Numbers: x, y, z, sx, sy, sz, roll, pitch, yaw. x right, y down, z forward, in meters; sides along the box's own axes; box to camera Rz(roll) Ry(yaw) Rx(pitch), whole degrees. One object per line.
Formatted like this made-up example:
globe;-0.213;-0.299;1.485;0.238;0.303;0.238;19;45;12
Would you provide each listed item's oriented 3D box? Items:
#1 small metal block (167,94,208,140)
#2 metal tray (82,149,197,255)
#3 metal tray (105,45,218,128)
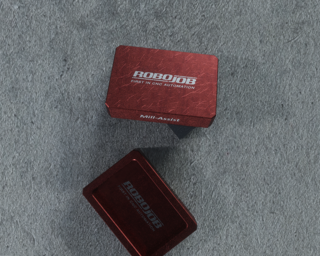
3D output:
small metal block;0.030;-0.020;0.410;0.050;0.025;0.050;-39;90;0
metal tray;-0.026;0.103;0.407;0.090;0.030;0.130;-38;90;0
metal tray;0.005;-0.053;0.390;0.131;0.030;0.090;6;67;0
